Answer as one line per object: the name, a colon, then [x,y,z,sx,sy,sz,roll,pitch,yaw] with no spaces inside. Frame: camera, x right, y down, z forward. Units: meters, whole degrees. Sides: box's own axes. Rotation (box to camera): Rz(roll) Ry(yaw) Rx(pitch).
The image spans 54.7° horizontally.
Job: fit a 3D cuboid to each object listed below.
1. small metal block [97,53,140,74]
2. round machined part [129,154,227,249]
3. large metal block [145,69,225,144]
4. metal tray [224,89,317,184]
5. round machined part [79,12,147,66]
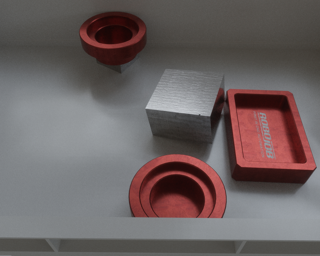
small metal block: [-0.069,-0.121,0.506,0.050,0.025,0.050,26,54,20]
round machined part: [0.018,0.079,0.328,0.099,0.042,0.098,0,50,0]
large metal block: [0.037,-0.031,0.406,0.080,0.050,0.080,8,50,19]
metal tray: [0.134,0.006,0.398,0.091,0.030,0.130,2,50,1]
round machined part: [-0.069,-0.133,0.472,0.099,0.042,0.098,0,50,0]
